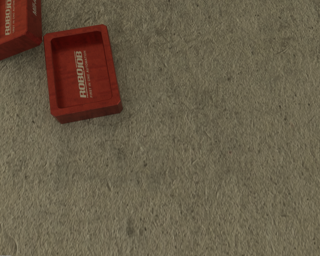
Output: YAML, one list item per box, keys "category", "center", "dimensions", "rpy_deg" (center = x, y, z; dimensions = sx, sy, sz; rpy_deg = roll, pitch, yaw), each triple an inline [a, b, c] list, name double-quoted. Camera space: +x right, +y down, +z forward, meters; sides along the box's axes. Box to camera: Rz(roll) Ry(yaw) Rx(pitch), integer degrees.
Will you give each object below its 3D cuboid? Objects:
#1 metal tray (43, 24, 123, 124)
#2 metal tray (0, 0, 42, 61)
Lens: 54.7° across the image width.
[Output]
- category: "metal tray"
  center: [-0.108, -0.077, 0.432]
  dimensions: [0.091, 0.030, 0.130]
  rpy_deg: [-11, 70, -4]
- category: "metal tray"
  center: [-0.220, -0.168, 0.449]
  dimensions: [0.090, 0.030, 0.130]
  rpy_deg: [-15, 69, 15]
